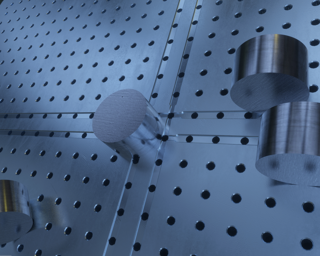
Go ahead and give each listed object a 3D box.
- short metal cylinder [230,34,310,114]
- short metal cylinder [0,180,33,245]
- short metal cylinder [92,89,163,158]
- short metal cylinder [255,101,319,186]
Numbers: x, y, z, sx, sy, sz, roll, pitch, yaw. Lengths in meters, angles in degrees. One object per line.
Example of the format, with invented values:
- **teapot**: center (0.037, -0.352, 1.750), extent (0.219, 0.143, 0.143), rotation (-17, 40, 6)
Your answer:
- **short metal cylinder**: center (0.121, -0.057, 0.344), extent (0.080, 0.080, 0.050), rotation (-2, 61, 27)
- **short metal cylinder**: center (-0.217, 0.114, 0.414), extent (0.080, 0.080, 0.050), rotation (-34, 52, 6)
- **short metal cylinder**: center (-0.043, -0.006, 0.417), extent (0.080, 0.050, 0.080), rotation (-13, 57, 20)
- **short metal cylinder**: center (0.134, 0.017, 0.292), extent (0.080, 0.080, 0.050), rotation (1, 63, 28)
